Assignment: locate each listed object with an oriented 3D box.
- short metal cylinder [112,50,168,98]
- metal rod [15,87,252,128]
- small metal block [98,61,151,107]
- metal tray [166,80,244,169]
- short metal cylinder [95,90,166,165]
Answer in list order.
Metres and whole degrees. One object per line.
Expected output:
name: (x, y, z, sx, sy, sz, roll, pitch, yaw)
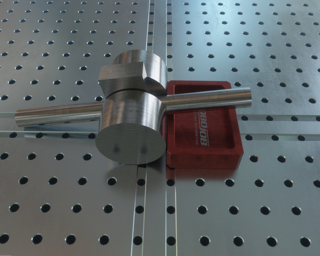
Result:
short metal cylinder: (-0.030, -0.058, 0.418, 0.081, 0.080, 0.050, 1, 50, 0)
metal rod: (-0.039, -0.025, 0.398, 0.301, 0.025, 0.025, -5, 50, 7)
small metal block: (-0.040, -0.049, 0.371, 0.050, 0.050, 0.025, -5, 50, 7)
metal tray: (0.054, -0.009, 0.412, 0.091, 0.030, 0.130, 1, 50, 1)
short metal cylinder: (-0.033, 0.001, 0.370, 0.080, 0.080, 0.050, 1, 50, 1)
